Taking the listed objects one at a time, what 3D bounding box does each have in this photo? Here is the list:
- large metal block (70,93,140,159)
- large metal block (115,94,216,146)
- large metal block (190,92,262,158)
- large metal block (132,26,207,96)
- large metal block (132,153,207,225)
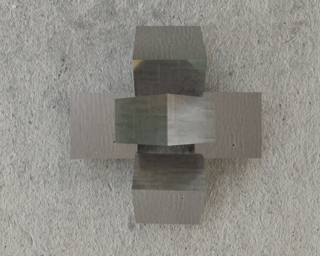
[{"bbox_3d":[-0.068,-0.003,0.398,0.081,0.050,0.079,0,90,-1],"label":"large metal block"},{"bbox_3d":[0.006,-0.008,0.351,0.080,0.081,0.050,0,90,44],"label":"large metal block"},{"bbox_3d":[0.082,-0.004,0.397,0.081,0.050,0.079,0,90,-1],"label":"large metal block"},{"bbox_3d":[0.011,-0.083,0.378,0.081,0.080,0.050,0,134,0],"label":"large metal block"},{"bbox_3d":[0.010,0.076,0.378,0.081,0.080,0.050,1,47,0],"label":"large metal block"}]
